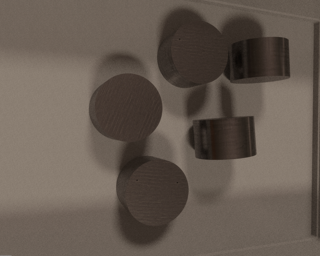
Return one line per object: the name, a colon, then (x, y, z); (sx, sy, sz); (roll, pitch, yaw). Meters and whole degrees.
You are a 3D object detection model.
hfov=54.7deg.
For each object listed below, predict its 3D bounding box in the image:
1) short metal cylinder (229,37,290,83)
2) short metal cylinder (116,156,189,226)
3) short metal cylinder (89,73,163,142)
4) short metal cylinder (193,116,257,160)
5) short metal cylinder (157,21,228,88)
short metal cylinder: (0.138, -0.092, 0.434); (0.081, 0.080, 0.050); (-3, 92, -20)
short metal cylinder: (-0.011, 0.077, 0.394); (0.081, 0.050, 0.079); (0, 90, -21)
short metal cylinder: (-0.043, -0.024, 0.382); (0.081, 0.050, 0.079); (0, 90, -20)
short metal cylinder: (0.086, 0.012, 0.415); (0.081, 0.080, 0.050); (-5, 92, -20)
short metal cylinder: (0.043, -0.096, 0.414); (0.081, 0.050, 0.079); (0, 90, -21)
